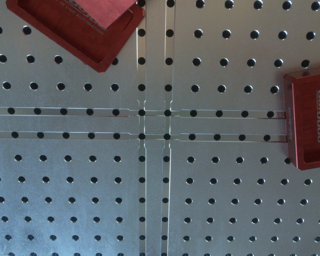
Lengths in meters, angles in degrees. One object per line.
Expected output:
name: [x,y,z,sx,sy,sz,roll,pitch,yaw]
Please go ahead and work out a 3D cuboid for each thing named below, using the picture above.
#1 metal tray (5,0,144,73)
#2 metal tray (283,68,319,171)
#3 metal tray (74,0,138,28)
metal tray: [-0.094,-0.137,0.358,0.130,0.030,0.090,35,106,-13]
metal tray: [0.217,-0.013,0.408,0.090,0.030,0.129,-11,110,3]
metal tray: [-0.047,-0.159,0.283,0.090,0.030,0.130,42,147,-23]
